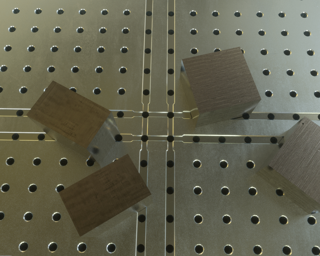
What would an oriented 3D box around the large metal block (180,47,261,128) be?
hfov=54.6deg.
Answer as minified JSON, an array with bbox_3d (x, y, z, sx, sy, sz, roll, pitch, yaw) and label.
[{"bbox_3d":[0.077,-0.054,0.419,0.080,0.050,0.080,-14,71,-5],"label":"large metal block"}]

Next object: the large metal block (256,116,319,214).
[{"bbox_3d":[0.181,0.047,0.382,0.080,0.050,0.080,39,74,13],"label":"large metal block"}]

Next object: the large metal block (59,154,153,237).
[{"bbox_3d":[-0.056,0.080,0.353,0.080,0.080,0.050,-29,73,-10],"label":"large metal block"}]

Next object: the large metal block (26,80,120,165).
[{"bbox_3d":[-0.101,-0.003,0.383,0.080,0.080,0.050,28,73,9],"label":"large metal block"}]
